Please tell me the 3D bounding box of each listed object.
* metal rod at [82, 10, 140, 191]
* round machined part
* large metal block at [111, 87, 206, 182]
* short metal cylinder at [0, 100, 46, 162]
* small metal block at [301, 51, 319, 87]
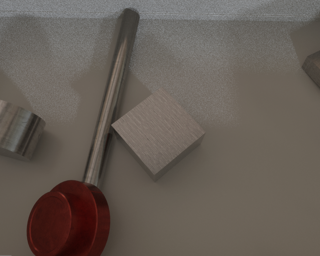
[{"bbox_3d":[-0.067,-0.032,0.420,0.025,0.025,0.299,9,70,3],"label":"metal rod"},{"bbox_3d":[-0.105,0.105,0.337,0.098,0.042,0.098,-12,67,30],"label":"round machined part"},{"bbox_3d":[-0.002,0.009,0.393,0.080,0.050,0.080,-39,75,-13],"label":"large metal block"},{"bbox_3d":[-0.189,0.004,0.377,0.080,0.080,0.050,14,71,5],"label":"short metal cylinder"},{"bbox_3d":[0.242,-0.087,0.441,0.050,0.025,0.050,-26,64,-9],"label":"small metal block"}]
